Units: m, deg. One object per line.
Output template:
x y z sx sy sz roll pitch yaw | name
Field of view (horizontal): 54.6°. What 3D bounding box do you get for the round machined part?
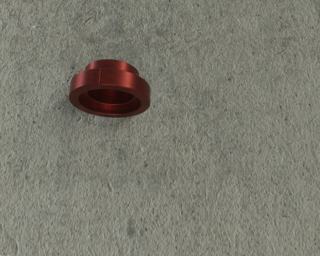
-0.061 -0.050 0.388 0.099 0.098 0.042 1 70 0 | round machined part
